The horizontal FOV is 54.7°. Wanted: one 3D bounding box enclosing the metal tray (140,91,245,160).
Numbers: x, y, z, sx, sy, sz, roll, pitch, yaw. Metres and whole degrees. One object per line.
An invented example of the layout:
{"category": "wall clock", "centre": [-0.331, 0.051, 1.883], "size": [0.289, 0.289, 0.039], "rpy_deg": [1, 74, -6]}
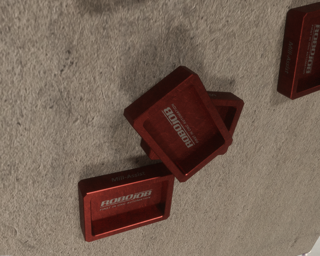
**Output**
{"category": "metal tray", "centre": [0.045, -0.005, 0.427], "size": [0.131, 0.030, 0.089], "rpy_deg": [-1, 119, -29]}

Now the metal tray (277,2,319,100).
{"category": "metal tray", "centre": [0.226, -0.115, 0.458], "size": [0.091, 0.030, 0.129], "rpy_deg": [-19, 126, -18]}

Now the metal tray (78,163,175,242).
{"category": "metal tray", "centre": [-0.047, 0.105, 0.444], "size": [0.131, 0.030, 0.089], "rpy_deg": [-9, 123, -24]}

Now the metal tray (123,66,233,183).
{"category": "metal tray", "centre": [0.028, 0.000, 0.380], "size": [0.090, 0.030, 0.130], "rpy_deg": [-39, 130, -2]}
